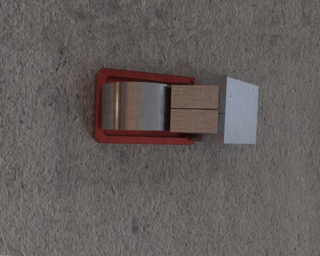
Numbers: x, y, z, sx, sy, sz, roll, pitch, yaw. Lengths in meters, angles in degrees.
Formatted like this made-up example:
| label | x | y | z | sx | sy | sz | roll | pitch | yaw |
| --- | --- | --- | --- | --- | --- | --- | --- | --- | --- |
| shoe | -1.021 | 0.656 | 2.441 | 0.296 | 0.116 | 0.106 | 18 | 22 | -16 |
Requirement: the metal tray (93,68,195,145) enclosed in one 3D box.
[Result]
| label | x | y | z | sx | sy | sz | roll | pitch | yaw |
| --- | --- | --- | --- | --- | --- | --- | --- | --- | --- |
| metal tray | -0.018 | -0.025 | 0.401 | 0.131 | 0.030 | 0.089 | 2 | 89 | -20 |

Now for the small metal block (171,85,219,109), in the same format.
| label | x | y | z | sx | sy | sz | roll | pitch | yaw |
| --- | --- | --- | --- | --- | --- | --- | --- | --- | --- |
| small metal block | 0.040 | -0.032 | 0.356 | 0.050 | 0.050 | 0.025 | 2 | 88 | 6 |

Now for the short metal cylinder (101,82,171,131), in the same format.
| label | x | y | z | sx | sy | sz | roll | pitch | yaw |
| --- | --- | --- | --- | --- | --- | --- | --- | --- | --- |
| short metal cylinder | -0.026 | -0.023 | 0.358 | 0.081 | 0.080 | 0.050 | 1 | 90 | -20 |

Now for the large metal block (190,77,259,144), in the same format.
| label | x | y | z | sx | sy | sz | roll | pitch | yaw |
| --- | --- | --- | --- | --- | --- | --- | --- | --- | --- |
| large metal block | 0.088 | -0.020 | 0.414 | 0.081 | 0.050 | 0.080 | 4 | 89 | -46 |

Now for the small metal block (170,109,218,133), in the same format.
| label | x | y | z | sx | sy | sz | roll | pitch | yaw |
| --- | --- | --- | --- | --- | --- | --- | --- | --- | --- |
| small metal block | 0.039 | -0.007 | 0.355 | 0.050 | 0.050 | 0.025 | 2 | 88 | 6 |
